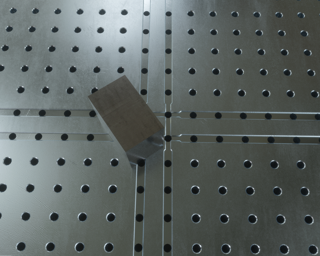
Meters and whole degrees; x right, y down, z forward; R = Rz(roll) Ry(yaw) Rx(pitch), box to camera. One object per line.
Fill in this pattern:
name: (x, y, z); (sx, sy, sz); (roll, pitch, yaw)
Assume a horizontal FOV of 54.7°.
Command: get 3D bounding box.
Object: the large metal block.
large metal block: (-0.039, -0.005, 0.384); (0.050, 0.080, 0.080); (-33, 74, -11)
